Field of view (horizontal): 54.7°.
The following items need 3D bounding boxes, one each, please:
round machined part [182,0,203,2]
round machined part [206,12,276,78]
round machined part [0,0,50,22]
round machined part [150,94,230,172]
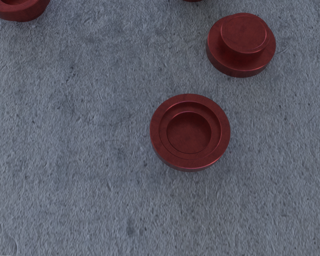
[{"bbox_3d":[0.052,-0.239,0.487,0.099,0.042,0.098,0,70,0],"label":"round machined part"},{"bbox_3d":[0.118,-0.125,0.445,0.099,0.042,0.098,0,70,0],"label":"round machined part"},{"bbox_3d":[-0.213,-0.202,0.471,0.099,0.042,0.098,0,70,0],"label":"round machined part"},{"bbox_3d":[0.037,0.009,0.396,0.099,0.042,0.098,0,70,0],"label":"round machined part"}]
